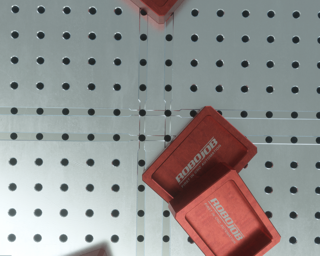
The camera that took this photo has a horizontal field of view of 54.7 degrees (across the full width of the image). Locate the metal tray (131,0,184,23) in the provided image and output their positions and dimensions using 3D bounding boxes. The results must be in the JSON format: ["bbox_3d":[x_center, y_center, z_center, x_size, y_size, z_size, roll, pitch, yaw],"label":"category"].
[{"bbox_3d":[0.010,-0.218,0.410,0.090,0.030,0.130,40,90,-1],"label":"metal tray"}]

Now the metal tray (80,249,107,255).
[{"bbox_3d":[-0.098,0.240,0.410,0.090,0.030,0.129,-19,90,-1],"label":"metal tray"}]

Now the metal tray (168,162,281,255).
[{"bbox_3d":[0.083,0.119,0.389,0.090,0.030,0.130,-38,109,-4],"label":"metal tray"}]

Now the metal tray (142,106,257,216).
[{"bbox_3d":[0.051,0.046,0.411,0.090,0.030,0.130,42,90,-1],"label":"metal tray"}]
